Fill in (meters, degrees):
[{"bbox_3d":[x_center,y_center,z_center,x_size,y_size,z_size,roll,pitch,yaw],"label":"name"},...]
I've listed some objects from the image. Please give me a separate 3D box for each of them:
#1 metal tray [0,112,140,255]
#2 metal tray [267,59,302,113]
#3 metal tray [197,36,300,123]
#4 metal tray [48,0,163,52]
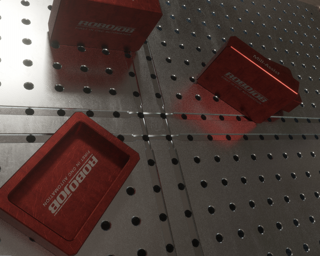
[{"bbox_3d":[-0.091,0.054,0.323,0.090,0.030,0.130,37,51,-4],"label":"metal tray"},{"bbox_3d":[0.185,-0.087,0.553,0.131,0.030,0.090,16,50,-22],"label":"metal tray"},{"bbox_3d":[0.136,-0.071,0.485,0.130,0.090,0.030,33,51,-7],"label":"metal tray"},{"bbox_3d":[-0.074,-0.146,0.414,0.131,0.090,0.030,-2,69,-30],"label":"metal tray"}]
